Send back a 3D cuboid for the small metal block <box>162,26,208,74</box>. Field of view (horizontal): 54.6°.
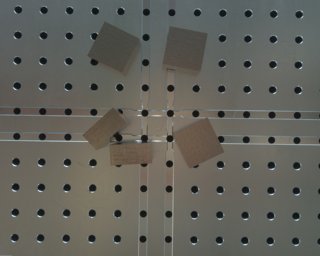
[{"bbox_3d":[0.033,-0.103,0.413,0.050,0.025,0.050,11,90,0],"label":"small metal block"}]

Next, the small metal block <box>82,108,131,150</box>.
[{"bbox_3d":[-0.067,0.001,0.400,0.050,0.050,0.025,-42,90,0],"label":"small metal block"}]

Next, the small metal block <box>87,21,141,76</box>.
[{"bbox_3d":[-0.060,-0.105,0.413,0.050,0.025,0.050,27,90,0],"label":"small metal block"}]

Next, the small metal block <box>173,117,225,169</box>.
[{"bbox_3d":[0.050,0.019,0.414,0.050,0.025,0.050,-26,90,0],"label":"small metal block"}]

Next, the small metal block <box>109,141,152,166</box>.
[{"bbox_3d":[-0.035,0.032,0.401,0.050,0.050,0.025,-3,90,0],"label":"small metal block"}]
